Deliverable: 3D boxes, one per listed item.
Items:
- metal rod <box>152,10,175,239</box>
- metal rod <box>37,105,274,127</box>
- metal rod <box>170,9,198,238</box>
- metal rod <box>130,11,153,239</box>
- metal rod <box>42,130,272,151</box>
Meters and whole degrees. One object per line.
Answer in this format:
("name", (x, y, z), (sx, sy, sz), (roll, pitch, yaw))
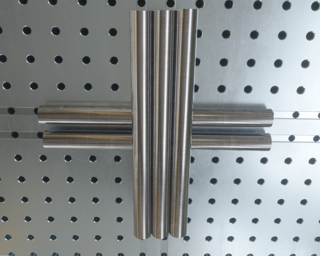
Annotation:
("metal rod", (0.002, 0.011, 0.391), (0.025, 0.025, 0.298), (0, 110, -1))
("metal rod", (-0.005, -0.015, 0.408), (0.302, 0.025, 0.025), (1, 110, -1))
("metal rod", (0.028, 0.009, 0.391), (0.025, 0.025, 0.298), (0, 110, -1))
("metal rod", (-0.023, 0.011, 0.391), (0.025, 0.025, 0.298), (0, 110, -1))
("metal rod", (-0.003, 0.017, 0.420), (0.302, 0.025, 0.025), (1, 110, -1))
